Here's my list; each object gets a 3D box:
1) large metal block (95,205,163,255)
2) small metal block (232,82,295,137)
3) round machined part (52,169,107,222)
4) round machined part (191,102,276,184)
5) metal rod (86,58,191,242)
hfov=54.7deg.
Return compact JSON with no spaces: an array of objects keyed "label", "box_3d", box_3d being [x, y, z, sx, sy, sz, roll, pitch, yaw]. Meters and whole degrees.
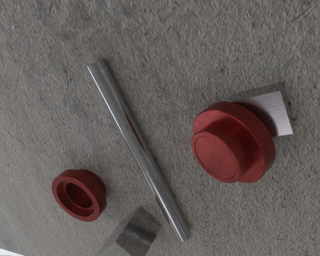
[{"label":"large metal block","box_3d":[-0.052,0.189,0.515,0.050,0.080,0.080,42,129,-1]},{"label":"small metal block","box_3d":[0.113,-0.017,0.337,0.050,0.025,0.050,-12,113,33]},{"label":"round machined part","box_3d":[-0.133,0.110,0.535,0.098,0.042,0.097,13,124,21]},{"label":"round machined part","box_3d":[0.074,0.023,0.348,0.098,0.042,0.097,36,146,29]},{"label":"metal rod","box_3d":[-0.023,0.044,0.445,0.025,0.025,0.299,-13,112,33]}]
